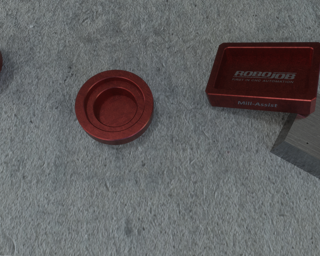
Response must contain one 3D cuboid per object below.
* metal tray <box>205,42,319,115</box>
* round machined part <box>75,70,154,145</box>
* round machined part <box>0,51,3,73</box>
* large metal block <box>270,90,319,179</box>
[{"bbox_3d":[0.134,-0.068,0.403,0.130,0.030,0.090,7,63,25],"label":"metal tray"},{"bbox_3d":[-0.057,-0.024,0.407,0.099,0.042,0.098,0,70,-1],"label":"round machined part"},{"bbox_3d":[-0.267,-0.084,0.427,0.099,0.042,0.098,0,70,-1],"label":"round machined part"},{"bbox_3d":[0.202,0.011,0.393,0.080,0.050,0.080,30,73,10],"label":"large metal block"}]
